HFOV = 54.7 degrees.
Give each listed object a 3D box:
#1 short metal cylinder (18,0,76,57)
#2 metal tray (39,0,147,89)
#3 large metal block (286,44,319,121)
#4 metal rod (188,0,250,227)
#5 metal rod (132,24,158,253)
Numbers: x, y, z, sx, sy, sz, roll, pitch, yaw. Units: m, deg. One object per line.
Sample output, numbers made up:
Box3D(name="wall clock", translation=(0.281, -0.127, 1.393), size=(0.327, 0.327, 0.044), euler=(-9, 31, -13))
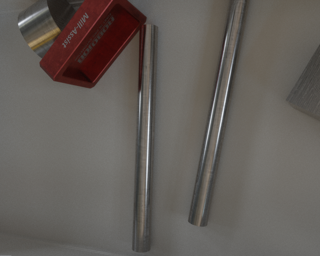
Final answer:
Box3D(name="short metal cylinder", translation=(-0.147, -0.138, 0.431), size=(0.050, 0.080, 0.080), euler=(-24, 82, 18))
Box3D(name="metal tray", translation=(-0.083, -0.114, 0.404), size=(0.030, 0.090, 0.130), euler=(45, 104, 14))
Box3D(name="large metal block", translation=(0.193, -0.042, 0.320), size=(0.080, 0.050, 0.080), euler=(34, 101, 30))
Box3D(name="metal rod", translation=(0.074, -0.026, 0.384), size=(0.025, 0.025, 0.298), euler=(11, 94, 19))
Box3D(name="metal rod", translation=(-0.020, 0.014, 0.416), size=(0.025, 0.025, 0.298), euler=(2, 91, 19))
